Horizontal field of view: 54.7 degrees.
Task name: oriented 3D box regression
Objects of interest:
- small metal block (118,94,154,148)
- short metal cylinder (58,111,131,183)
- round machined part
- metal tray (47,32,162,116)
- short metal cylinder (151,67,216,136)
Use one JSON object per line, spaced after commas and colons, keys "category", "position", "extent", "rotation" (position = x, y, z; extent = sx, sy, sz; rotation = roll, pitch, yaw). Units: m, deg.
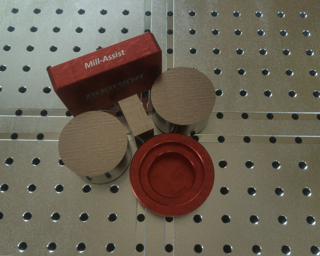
{"category": "small metal block", "position": [-0.029, -0.008, 0.396], "extent": [0.025, 0.050, 0.050], "rotation": [-24, 72, -8]}
{"category": "short metal cylinder", "position": [-0.078, 0.025, 0.385], "extent": [0.081, 0.050, 0.080], "rotation": [0, 70, 0]}
{"category": "round machined part", "position": [0.014, 0.058, 0.377], "extent": [0.099, 0.042, 0.098], "rotation": [0, 70, 0]}
{"category": "metal tray", "position": [-0.063, -0.064, 0.395], "extent": [0.131, 0.090, 0.030], "rotation": [-22, 72, -8]}
{"category": "short metal cylinder", "position": [0.029, -0.033, 0.407], "extent": [0.081, 0.050, 0.080], "rotation": [0, 70, 0]}
